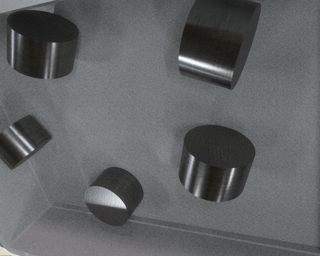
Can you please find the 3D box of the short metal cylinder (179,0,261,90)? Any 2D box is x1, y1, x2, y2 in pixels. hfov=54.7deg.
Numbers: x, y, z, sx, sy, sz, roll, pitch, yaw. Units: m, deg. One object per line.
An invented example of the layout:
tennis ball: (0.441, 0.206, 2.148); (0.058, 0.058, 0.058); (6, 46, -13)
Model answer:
short metal cylinder: (0.057, -0.082, 0.293); (0.050, 0.080, 0.079); (20, 126, 16)

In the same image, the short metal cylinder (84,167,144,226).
short metal cylinder: (-0.074, 0.110, 0.500); (0.080, 0.050, 0.079); (13, 124, 21)

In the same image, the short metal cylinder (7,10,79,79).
short metal cylinder: (-0.146, -0.105, 0.385); (0.080, 0.080, 0.050); (30, 128, 9)

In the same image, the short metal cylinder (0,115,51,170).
short metal cylinder: (-0.227, 0.023, 0.508); (0.080, 0.080, 0.050); (-34, 99, 38)

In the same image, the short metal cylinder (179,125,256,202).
short metal cylinder: (0.065, 0.039, 0.363); (0.080, 0.080, 0.050); (18, 126, 17)
